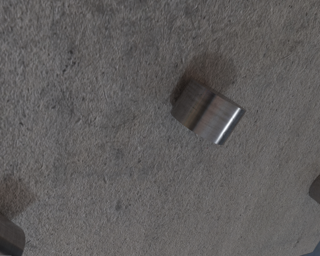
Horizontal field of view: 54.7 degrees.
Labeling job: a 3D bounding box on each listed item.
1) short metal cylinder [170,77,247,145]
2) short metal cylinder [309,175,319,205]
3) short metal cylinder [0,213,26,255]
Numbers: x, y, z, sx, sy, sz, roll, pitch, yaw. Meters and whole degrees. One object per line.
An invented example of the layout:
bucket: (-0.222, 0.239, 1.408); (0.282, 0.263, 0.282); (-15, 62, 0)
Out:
short metal cylinder: (0.060, -0.022, 0.390); (0.080, 0.080, 0.050); (21, 107, -36)
short metal cylinder: (0.379, 0.138, 0.683); (0.081, 0.050, 0.079); (-14, 124, -21)
short metal cylinder: (-0.201, 0.133, 0.344); (0.080, 0.080, 0.050); (-34, 129, -6)
